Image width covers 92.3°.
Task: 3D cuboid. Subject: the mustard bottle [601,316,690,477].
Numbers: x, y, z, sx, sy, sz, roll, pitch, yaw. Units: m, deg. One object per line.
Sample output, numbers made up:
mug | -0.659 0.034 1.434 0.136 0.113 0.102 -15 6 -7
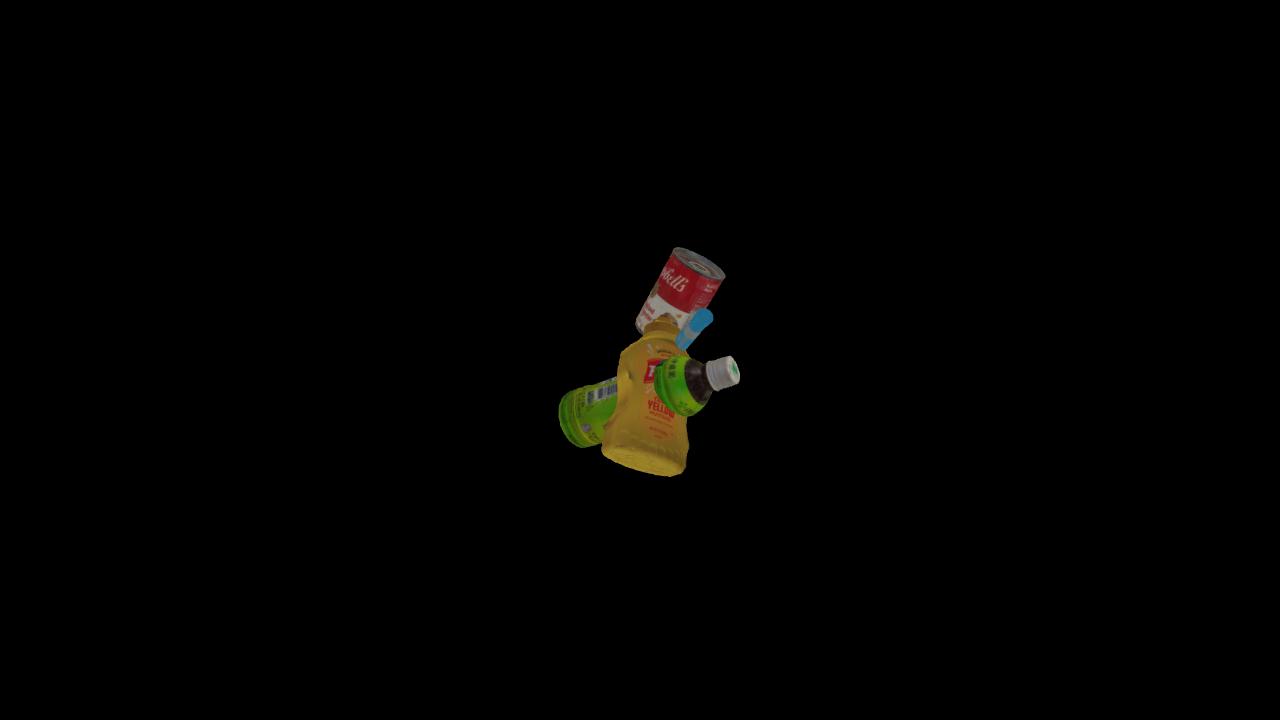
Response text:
mustard bottle | 0.016 0.026 0.665 0.092 0.184 0.054 19 -29 -17

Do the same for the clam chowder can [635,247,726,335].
clam chowder can | 0.045 -0.070 0.715 0.068 0.102 0.068 23 25 -12

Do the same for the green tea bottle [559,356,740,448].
green tea bottle | 0.008 0.040 0.675 0.212 0.073 0.073 -21 -11 31

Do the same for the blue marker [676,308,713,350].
blue marker | 0.047 -0.021 0.671 0.020 0.020 0.121 0 -27 -24
